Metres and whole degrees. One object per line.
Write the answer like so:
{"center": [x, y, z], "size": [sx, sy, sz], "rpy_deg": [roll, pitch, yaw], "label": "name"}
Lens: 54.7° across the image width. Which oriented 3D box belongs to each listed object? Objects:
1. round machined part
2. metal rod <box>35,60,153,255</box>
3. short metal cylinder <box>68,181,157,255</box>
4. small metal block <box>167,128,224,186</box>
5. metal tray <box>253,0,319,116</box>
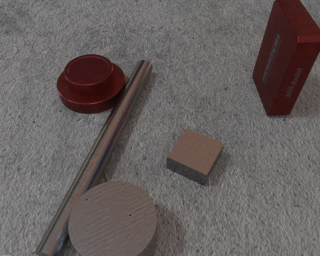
{"center": [-0.100, -0.070, 0.451], "size": [0.099, 0.042, 0.098], "rpy_deg": [0, 50, 0], "label": "round machined part"}
{"center": [-0.066, 0.014, 0.390], "size": [0.025, 0.025, 0.300], "rpy_deg": [13, 51, 10], "label": "metal rod"}
{"center": [-0.043, 0.099, 0.303], "size": [0.081, 0.050, 0.080], "rpy_deg": [0, 50, 0], "label": "short metal cylinder"}
{"center": [0.042, 0.034, 0.375], "size": [0.050, 0.025, 0.050], "rpy_deg": [24, 54, 18], "label": "small metal block"}
{"center": [0.163, -0.090, 0.412], "size": [0.030, 0.129, 0.090], "rpy_deg": [-3, 50, -2], "label": "metal tray"}
